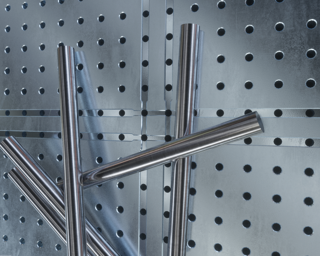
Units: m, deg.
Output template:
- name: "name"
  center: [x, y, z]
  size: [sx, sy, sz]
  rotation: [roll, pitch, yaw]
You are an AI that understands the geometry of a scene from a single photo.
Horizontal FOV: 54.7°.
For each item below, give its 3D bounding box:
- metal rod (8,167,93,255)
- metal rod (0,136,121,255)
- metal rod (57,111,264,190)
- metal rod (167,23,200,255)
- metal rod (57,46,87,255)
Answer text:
- name: "metal rod"
  center: [-0.123, 0.168, 0.454]
  size: [0.300, 0.025, 0.025]
  rotation: [43, 103, 14]
- name: "metal rod"
  center: [-0.118, 0.127, 0.432]
  size: [0.300, 0.025, 0.025]
  rotation: [46, 104, 6]
- name: "metal rod"
  center: [-0.019, 0.041, 0.397]
  size: [0.300, 0.025, 0.025]
  rotation: [-21, 83, 26]
- name: "metal rod"
  center: [0.030, 0.018, 0.401]
  size: [0.025, 0.025, 0.298]
  rotation: [4, 91, 19]
- name: "metal rod"
  center: [-0.122, 0.028, 0.428]
  size: [0.025, 0.025, 0.299]
  rotation: [-11, 77, 19]
